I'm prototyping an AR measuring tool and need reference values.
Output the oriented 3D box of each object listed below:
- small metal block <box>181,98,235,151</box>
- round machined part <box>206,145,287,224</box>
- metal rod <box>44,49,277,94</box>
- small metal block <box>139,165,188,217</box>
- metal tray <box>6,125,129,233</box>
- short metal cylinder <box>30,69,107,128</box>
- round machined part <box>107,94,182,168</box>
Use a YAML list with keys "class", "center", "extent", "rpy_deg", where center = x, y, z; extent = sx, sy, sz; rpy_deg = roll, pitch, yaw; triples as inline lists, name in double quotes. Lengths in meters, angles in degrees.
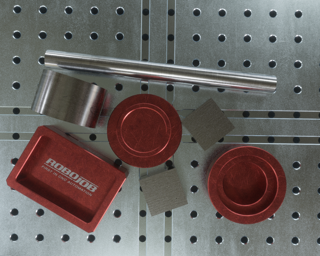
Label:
- class: "small metal block"
  center: [0.062, -0.005, 0.414]
  extent: [0.050, 0.025, 0.050]
  rpy_deg: [-38, 90, 0]
- class: "round machined part"
  center: [0.109, 0.071, 0.406]
  extent: [0.099, 0.042, 0.097]
  rpy_deg: [0, 90, 0]
- class: "metal rod"
  center: [0.001, -0.075, 0.413]
  extent: [0.302, 0.025, 0.025]
  rpy_deg: [7, 90, 0]
- class: "small metal block"
  center: [0.005, 0.083, 0.413]
  extent: [0.050, 0.025, 0.050]
  rpy_deg: [-19, 90, 0]
- class: "metal tray"
  center: [-0.120, 0.065, 0.409]
  extent: [0.130, 0.030, 0.090]
  rpy_deg: [31, 90, 0]
- class: "short metal cylinder"
  center: [-0.111, -0.035, 0.385]
  extent: [0.080, 0.080, 0.050]
  rpy_deg: [18, 90, 0]
- class: "round machined part"
  center: [-0.020, 0.003, 0.404]
  extent: [0.099, 0.042, 0.097]
  rpy_deg: [0, 87, 0]
